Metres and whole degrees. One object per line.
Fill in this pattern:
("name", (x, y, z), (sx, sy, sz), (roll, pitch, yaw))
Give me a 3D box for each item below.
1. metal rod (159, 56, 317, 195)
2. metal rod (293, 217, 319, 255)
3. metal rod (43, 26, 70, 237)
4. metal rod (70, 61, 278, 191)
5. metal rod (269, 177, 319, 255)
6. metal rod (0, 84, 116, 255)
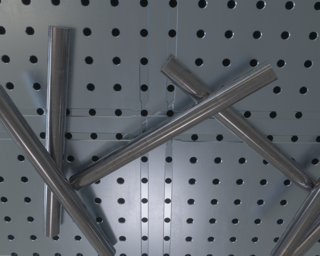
("metal rod", (0.123, 0.011, 0.418), (0.301, 0.025, 0.025), (38, 106, -13))
("metal rod", (0.289, 0.076, 0.443), (0.025, 0.025, 0.299), (30, 107, -11))
("metal rod", (-0.142, 0.019, 0.419), (0.025, 0.025, 0.298), (8, 110, -3))
("metal rod", (0.004, 0.006, 0.396), (0.300, 0.025, 0.025), (-30, 108, 18))
("metal rod", (0.237, 0.056, 0.413), (0.025, 0.025, 0.299), (27, 100, -10))
("metal rod", (-0.135, 0.077, 0.416), (0.025, 0.025, 0.299), (-21, 118, 7))
